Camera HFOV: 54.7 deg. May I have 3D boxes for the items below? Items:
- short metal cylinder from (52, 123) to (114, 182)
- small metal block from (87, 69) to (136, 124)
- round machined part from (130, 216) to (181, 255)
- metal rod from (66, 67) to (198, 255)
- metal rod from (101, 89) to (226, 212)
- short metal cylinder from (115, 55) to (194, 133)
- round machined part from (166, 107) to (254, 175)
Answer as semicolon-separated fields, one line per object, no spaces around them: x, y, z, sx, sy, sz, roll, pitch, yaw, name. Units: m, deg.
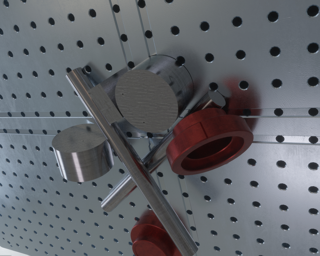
-0.111;0.034;0.456;0.080;0.080;0.050;9;122;23;short metal cylinder
-0.057;-0.041;0.400;0.025;0.050;0.050;-23;106;36;small metal block
-0.008;0.202;0.529;0.098;0.042;0.097;13;124;21;round machined part
-0.038;0.049;0.431;0.025;0.025;0.299;-32;92;38;metal rod
-0.013;0.050;0.449;0.025;0.025;0.298;42;129;-1;metal rod
-0.006;-0.041;0.372;0.080;0.050;0.079;14;125;21;short metal cylinder
0.053;0.013;0.357;0.097;0.099;0.042;-47;52;39;round machined part
